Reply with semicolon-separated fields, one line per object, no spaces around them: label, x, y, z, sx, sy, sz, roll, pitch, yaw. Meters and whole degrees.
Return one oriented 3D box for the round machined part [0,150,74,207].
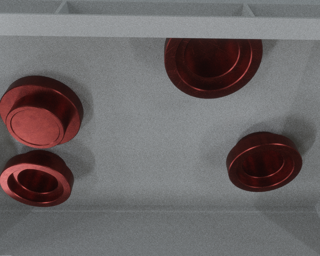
round machined part;-0.176;0.070;0.456;0.099;0.042;0.097;0;130;0

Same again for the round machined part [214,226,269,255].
round machined part;0.152;0.224;0.593;0.099;0.042;0.097;0;130;0

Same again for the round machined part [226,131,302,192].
round machined part;0.142;0.043;0.436;0.099;0.042;0.097;0;130;0

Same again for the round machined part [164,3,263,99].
round machined part;0.054;-0.083;0.328;0.099;0.042;0.097;0;130;0

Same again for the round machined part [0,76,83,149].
round machined part;-0.149;-0.012;0.386;0.099;0.042;0.097;0;130;0
